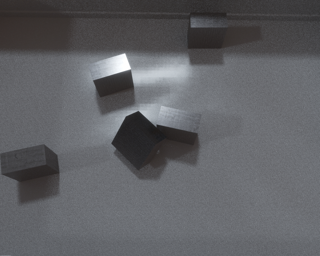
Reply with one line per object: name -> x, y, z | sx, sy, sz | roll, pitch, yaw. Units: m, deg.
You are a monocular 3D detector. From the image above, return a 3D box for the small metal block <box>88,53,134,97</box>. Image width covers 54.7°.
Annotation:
small metal block -> -0.065, -0.070, 0.422 | 0.050, 0.050, 0.025 | -18, 71, -7

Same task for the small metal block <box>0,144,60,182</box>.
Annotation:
small metal block -> -0.157, 0.044, 0.379 | 0.050, 0.050, 0.025 | -12, 71, -5

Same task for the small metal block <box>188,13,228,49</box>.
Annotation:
small metal block -> 0.067, -0.140, 0.448 | 0.050, 0.050, 0.025 | 0, 70, 0

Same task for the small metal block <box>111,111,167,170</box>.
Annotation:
small metal block -> -0.027, 0.016, 0.388 | 0.050, 0.050, 0.025 | 43, 37, 14

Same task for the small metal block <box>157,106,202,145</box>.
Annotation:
small metal block -> 0.023, -0.002, 0.397 | 0.050, 0.050, 0.025 | 12, 71, 4
